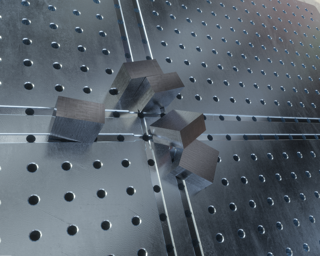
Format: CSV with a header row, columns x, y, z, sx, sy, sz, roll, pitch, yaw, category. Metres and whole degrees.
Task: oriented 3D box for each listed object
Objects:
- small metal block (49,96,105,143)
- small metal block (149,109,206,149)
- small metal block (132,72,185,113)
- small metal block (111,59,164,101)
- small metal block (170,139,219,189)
x,y,z,sx,sy,sz,roll,pitch,yaw,category
-0.093,-0.008,0.347,0.050,0.050,0.025,10,58,-24,small metal block
0.024,0.000,0.404,0.050,0.050,0.025,-36,123,-39,small metal block
-0.003,-0.048,0.422,0.050,0.050,0.025,-17,71,-35,small metal block
-0.031,-0.065,0.416,0.050,0.050,0.025,-16,70,-35,small metal block
0.046,0.045,0.408,0.050,0.025,0.050,29,52,-11,small metal block
